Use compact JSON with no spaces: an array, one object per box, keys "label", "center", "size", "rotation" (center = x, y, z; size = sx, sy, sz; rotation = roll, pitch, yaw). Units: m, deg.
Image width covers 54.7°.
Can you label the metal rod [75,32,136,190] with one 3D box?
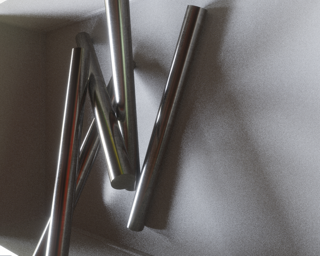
[{"label":"metal rod","center":[-0.081,-0.047,0.408],"size":[0.025,0.025,0.300],"rotation":[-52,40,27]}]

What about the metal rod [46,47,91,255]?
[{"label":"metal rod","center":[-0.113,0.044,0.379],"size":[0.025,0.025,0.299],"rotation":[-7,74,39]}]

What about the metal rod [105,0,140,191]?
[{"label":"metal rod","center":[-0.042,-0.048,0.365],"size":[0.025,0.025,0.298],"rotation":[24,129,37]}]

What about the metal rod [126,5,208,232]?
[{"label":"metal rod","center":[0.005,-0.002,0.400],"size":[0.025,0.025,0.298],"rotation":[25,106,37]}]

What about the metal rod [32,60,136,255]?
[{"label":"metal rod","center":[-0.098,0.039,0.409],"size":[0.025,0.025,0.299],"rotation":[9,72,39]}]
